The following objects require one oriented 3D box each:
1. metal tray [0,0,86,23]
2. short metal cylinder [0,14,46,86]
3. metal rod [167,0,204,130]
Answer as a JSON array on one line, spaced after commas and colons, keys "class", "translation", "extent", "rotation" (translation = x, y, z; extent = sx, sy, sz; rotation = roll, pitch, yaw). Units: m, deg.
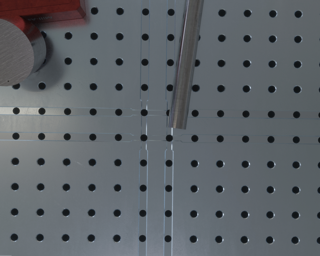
[{"class": "metal tray", "translation": [-0.171, -0.188, 0.409], "extent": [0.131, 0.030, 0.089], "rotation": [-7, 90, 0]}, {"class": "short metal cylinder", "translation": [-0.190, -0.097, 0.385], "extent": [0.081, 0.050, 0.079], "rotation": [-1, 114, -3]}, {"class": "metal rod", "translation": [0.043, -0.147, 0.413], "extent": [0.025, 0.025, 0.298], "rotation": [8, 90, 0]}]
